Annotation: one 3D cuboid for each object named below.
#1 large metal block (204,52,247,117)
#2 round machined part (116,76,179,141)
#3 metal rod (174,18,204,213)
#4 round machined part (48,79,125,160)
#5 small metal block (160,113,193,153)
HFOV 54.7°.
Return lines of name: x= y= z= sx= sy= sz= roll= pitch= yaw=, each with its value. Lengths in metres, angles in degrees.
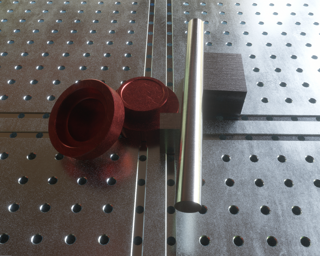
large metal block: x=0.075 y=-0.064 z=0.445 sx=0.080 sy=0.050 sz=0.080 roll=3 pitch=50 yaw=2
round machined part: x=-0.023 y=-0.033 z=0.424 sx=0.099 sy=0.042 sz=0.098 roll=0 pitch=50 yaw=0
metal rod: x=0.040 y=-0.042 z=0.378 sx=0.025 sy=0.025 sz=0.300 roll=4 pitch=50 yaw=4
round machined part: x=-0.086 y=-0.008 z=0.384 sx=0.098 sy=0.042 sz=0.098 roll=-8 pitch=69 yaw=23
small metal block: x=0.025 y=0.007 z=0.385 sx=0.050 sy=0.050 sz=0.025 roll=0 pitch=50 yaw=0
